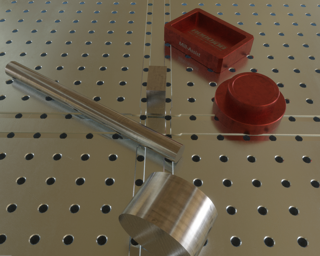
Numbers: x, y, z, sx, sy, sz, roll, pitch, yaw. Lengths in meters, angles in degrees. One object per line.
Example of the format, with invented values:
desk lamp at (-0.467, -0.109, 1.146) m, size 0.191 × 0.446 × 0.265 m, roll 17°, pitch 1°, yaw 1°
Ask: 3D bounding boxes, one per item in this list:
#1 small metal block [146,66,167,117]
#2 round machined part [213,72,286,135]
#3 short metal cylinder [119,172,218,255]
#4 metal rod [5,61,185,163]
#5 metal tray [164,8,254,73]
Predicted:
small metal block at (-0.004, -0.052, 0.435) m, size 0.025 × 0.050 × 0.050 m, roll 2°, pitch 50°, yaw 1°
round machined part at (0.126, -0.041, 0.433) m, size 0.099 × 0.042 × 0.098 m, roll 0°, pitch 50°, yaw 0°
short metal cylinder at (0.008, 0.088, 0.298) m, size 0.080 × 0.080 × 0.050 m, roll 25°, pitch 54°, yaw 19°
metal rod at (-0.103, -0.030, 0.431) m, size 0.301 × 0.025 × 0.025 m, roll 26°, pitch 55°, yaw 20°
metal tray at (0.082, -0.155, 0.535) m, size 0.091 × 0.030 × 0.130 m, roll -36°, pitch 59°, yaw -27°
